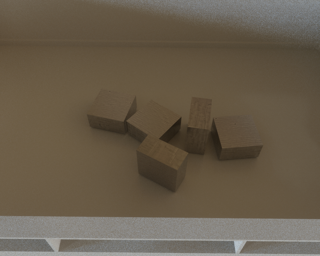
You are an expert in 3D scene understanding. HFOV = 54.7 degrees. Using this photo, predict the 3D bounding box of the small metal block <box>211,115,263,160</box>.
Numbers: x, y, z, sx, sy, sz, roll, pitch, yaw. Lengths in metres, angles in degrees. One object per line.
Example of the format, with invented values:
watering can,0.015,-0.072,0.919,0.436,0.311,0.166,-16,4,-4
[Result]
small metal block,0.096,0.011,0.394,0.050,0.025,0.050,-4,50,-4

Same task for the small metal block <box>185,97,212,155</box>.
small metal block,0.048,-0.003,0.390,0.025,0.050,0.050,8,51,5

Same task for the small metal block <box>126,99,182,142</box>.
small metal block,-0.008,-0.004,0.405,0.050,0.025,0.050,32,56,23

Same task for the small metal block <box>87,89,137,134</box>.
small metal block,-0.064,-0.023,0.421,0.050,0.025,0.050,12,51,9

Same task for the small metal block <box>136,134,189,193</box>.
small metal block,0.002,0.041,0.352,0.050,0.050,0.025,25,55,18
